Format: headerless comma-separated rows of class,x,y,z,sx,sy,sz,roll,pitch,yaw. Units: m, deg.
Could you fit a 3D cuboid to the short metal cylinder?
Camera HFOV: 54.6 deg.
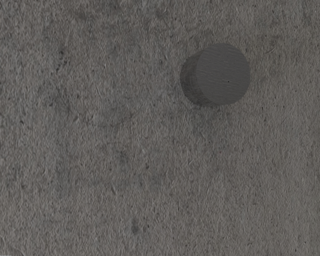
short metal cylinder,0.074,-0.070,0.423,0.081,0.050,0.080,0,90,-20
